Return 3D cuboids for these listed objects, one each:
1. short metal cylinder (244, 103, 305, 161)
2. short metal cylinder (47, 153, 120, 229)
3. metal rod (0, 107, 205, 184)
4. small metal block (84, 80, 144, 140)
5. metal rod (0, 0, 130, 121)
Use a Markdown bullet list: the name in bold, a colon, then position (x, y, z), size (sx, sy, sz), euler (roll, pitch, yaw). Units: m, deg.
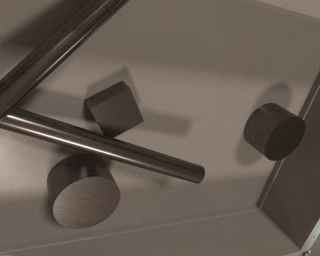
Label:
- **short metal cylinder**: position (0.184, 0.006, 0.500), size (0.081, 0.050, 0.079), euler (-14, 125, -21)
- **short metal cylinder**: position (-0.097, 0.079, 0.390), size (0.081, 0.050, 0.079), euler (-14, 124, -21)
- **metal rod**: position (-0.074, 0.018, 0.351), size (0.302, 0.025, 0.025), euler (20, 108, -27)
- **small metal block**: position (-0.053, -0.020, 0.368), size (0.050, 0.025, 0.050), euler (-29, 129, -10)
- **metal rod**: position (-0.130, -0.040, 0.283), size (0.300, 0.025, 0.025), euler (-46, 130, -8)
